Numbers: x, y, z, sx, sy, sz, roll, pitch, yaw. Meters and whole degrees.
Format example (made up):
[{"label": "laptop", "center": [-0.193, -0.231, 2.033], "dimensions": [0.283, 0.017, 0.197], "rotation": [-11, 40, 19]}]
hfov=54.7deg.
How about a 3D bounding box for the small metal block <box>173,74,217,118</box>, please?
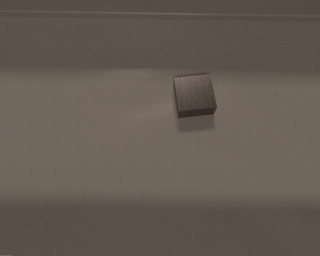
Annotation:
[{"label": "small metal block", "center": [0.047, -0.044, 0.426], "dimensions": [0.050, 0.025, 0.050], "rotation": [-6, 70, -3]}]
